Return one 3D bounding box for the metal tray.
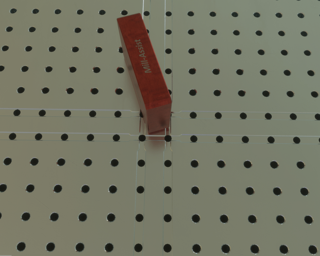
[{"bbox_3d":[-0.020,-0.069,0.402,0.030,0.090,0.130,-16,71,-6],"label":"metal tray"}]
